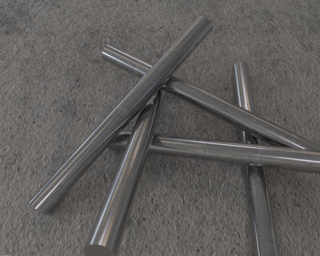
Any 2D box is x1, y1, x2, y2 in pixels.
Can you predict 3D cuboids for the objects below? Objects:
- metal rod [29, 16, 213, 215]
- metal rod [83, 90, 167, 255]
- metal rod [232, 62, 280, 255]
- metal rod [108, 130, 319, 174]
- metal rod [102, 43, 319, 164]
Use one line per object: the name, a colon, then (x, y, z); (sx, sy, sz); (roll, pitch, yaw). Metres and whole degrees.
metal rod: (-0.036, -0.025, 0.368); (0.025, 0.025, 0.300); (34, 75, 25)
metal rod: (-0.020, 0.008, 0.348); (0.025, 0.025, 0.301); (7, 36, 6)
metal rod: (0.113, 0.022, 0.385); (0.025, 0.025, 0.300); (3, 50, 3)
metal rod: (0.078, 0.027, 0.352); (0.301, 0.025, 0.025); (6, 50, 15)
metal rod: (0.053, -0.037, 0.391); (0.301, 0.025, 0.025); (29, 56, 16)
